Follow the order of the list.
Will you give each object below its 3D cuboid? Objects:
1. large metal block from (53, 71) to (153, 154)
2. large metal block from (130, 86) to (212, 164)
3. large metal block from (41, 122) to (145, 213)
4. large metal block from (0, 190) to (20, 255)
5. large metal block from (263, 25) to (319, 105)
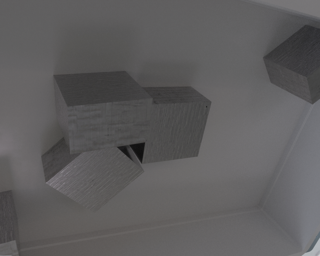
[{"bbox_3d":[-0.062,-0.021,0.326,0.081,0.080,0.050,-8,122,-24],"label":"large metal block"},{"bbox_3d":[0.010,-0.006,0.394,0.081,0.050,0.079,-5,121,-26],"label":"large metal block"},{"bbox_3d":[-0.080,0.044,0.374,0.080,0.050,0.080,-40,130,2],"label":"large metal block"},{"bbox_3d":[-0.201,0.121,0.338,0.081,0.080,0.050,-9,123,-24],"label":"large metal block"},{"bbox_3d":[0.207,-0.090,0.430,0.080,0.080,0.050,-38,129,-3],"label":"large metal block"}]
